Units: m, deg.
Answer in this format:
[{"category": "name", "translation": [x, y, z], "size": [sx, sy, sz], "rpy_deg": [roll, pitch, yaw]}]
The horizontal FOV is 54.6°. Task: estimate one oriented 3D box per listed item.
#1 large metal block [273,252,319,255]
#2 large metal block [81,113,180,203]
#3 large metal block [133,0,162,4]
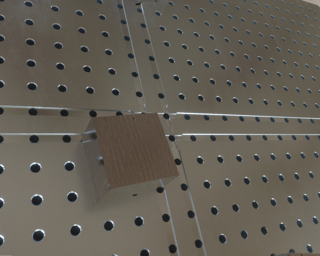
[{"category": "large metal block", "translation": [0.175, 0.195, 0.367], "size": [0.081, 0.050, 0.080], "rpy_deg": [11, 57, -22]}, {"category": "large metal block", "translation": [-0.036, 0.032, 0.353], "size": [0.081, 0.050, 0.080], "rpy_deg": [-6, 65, -31]}, {"category": "large metal block", "translation": [-0.025, -0.271, 0.543], "size": [0.081, 0.050, 0.080], "rpy_deg": [-25, 76, -37]}]
